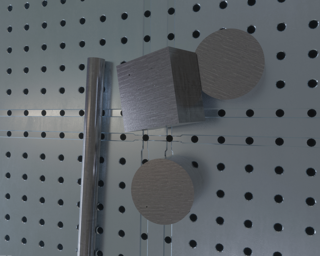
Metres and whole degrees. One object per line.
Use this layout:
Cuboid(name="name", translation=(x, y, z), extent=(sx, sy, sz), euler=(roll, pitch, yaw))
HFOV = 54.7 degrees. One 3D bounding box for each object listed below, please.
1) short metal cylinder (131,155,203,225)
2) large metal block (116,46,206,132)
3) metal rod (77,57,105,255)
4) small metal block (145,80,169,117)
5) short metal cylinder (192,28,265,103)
Cuboid(name="short metal cylinder", translation=(0.010, 0.076, 0.396), extent=(0.080, 0.050, 0.079), euler=(0, 90, 20))
Cuboid(name="large metal block", translation=(0.000, -0.041, 0.360), extent=(0.080, 0.050, 0.080), euler=(-10, 87, 40))
Cuboid(name="metal rod", translation=(-0.100, 0.050, 0.447), extent=(0.025, 0.025, 0.298), euler=(4, 91, 20))
Cuboid(name="small metal block", translation=(-0.005, -0.038, 0.414), extent=(0.050, 0.025, 0.050), euler=(-5, 88, 19))
Cuboid(name="short metal cylinder", translation=(0.083, -0.072, 0.370), extent=(0.080, 0.050, 0.079), euler=(0, 90, 20))
